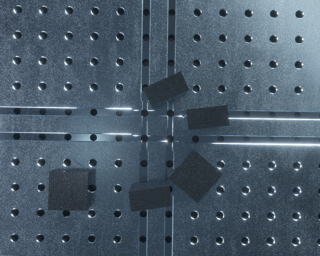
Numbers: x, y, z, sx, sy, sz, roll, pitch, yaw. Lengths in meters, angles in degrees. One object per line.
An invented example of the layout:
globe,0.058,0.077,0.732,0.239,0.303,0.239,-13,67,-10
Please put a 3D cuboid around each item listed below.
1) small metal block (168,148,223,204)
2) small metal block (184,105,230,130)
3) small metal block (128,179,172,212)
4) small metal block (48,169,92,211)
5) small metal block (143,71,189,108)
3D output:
small metal block,0.046,0.063,0.414,0.050,0.025,0.050,41,90,0
small metal block,0.058,-0.013,0.401,0.050,0.050,0.025,-6,90,0
small metal block,-0.012,0.086,0.401,0.050,0.050,0.025,-8,90,0
small metal block,-0.119,0.081,0.413,0.050,0.025,0.050,1,90,0
small metal block,0.008,-0.047,0.401,0.050,0.050,0.025,-24,90,0
